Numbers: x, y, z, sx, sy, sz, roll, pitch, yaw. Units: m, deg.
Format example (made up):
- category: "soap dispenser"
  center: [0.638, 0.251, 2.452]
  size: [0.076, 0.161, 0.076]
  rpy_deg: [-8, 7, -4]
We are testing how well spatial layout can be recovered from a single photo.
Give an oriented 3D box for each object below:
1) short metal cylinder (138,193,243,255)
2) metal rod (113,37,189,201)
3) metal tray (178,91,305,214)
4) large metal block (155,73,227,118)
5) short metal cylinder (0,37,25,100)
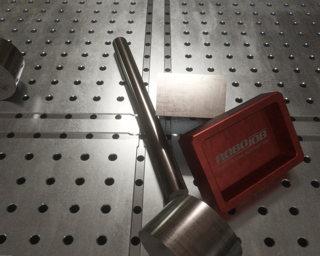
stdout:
- category: "short metal cylinder"
  center: [0.026, 0.107, 0.282]
  size: [0.080, 0.080, 0.050]
  rpy_deg: [37, 59, 26]
- category: "metal rod"
  center: [-0.024, -0.035, 0.436]
  size: [0.025, 0.025, 0.299]
  rpy_deg: [-13, 51, -11]
- category: "metal tray"
  center: [0.095, 0.024, 0.350]
  size: [0.131, 0.030, 0.090]
  rpy_deg: [-27, 99, -21]
- category: "large metal block"
  center: [0.038, -0.041, 0.399]
  size: [0.080, 0.080, 0.050]
  rpy_deg: [3, 94, 2]
- category: "short metal cylinder"
  center: [-0.242, -0.085, 0.440]
  size: [0.081, 0.080, 0.050]
  rpy_deg: [-2, 50, -2]
